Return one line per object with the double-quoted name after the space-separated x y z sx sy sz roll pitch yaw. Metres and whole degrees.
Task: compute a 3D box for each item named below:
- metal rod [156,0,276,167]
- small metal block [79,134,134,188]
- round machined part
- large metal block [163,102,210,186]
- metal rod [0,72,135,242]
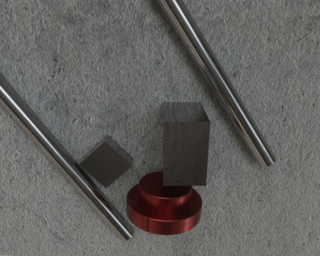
0.066 -0.070 0.384 0.025 0.025 0.299 -32 107 11 "metal rod"
-0.073 0.046 0.426 0.050 0.025 0.050 -41 106 13 "small metal block"
0.006 0.091 0.404 0.099 0.098 0.042 3 110 -2 "round machined part"
0.029 0.017 0.387 0.050 0.080 0.079 0 110 -1 "large metal block"
-0.132 0.046 0.424 0.025 0.025 0.299 -32 107 11 "metal rod"
